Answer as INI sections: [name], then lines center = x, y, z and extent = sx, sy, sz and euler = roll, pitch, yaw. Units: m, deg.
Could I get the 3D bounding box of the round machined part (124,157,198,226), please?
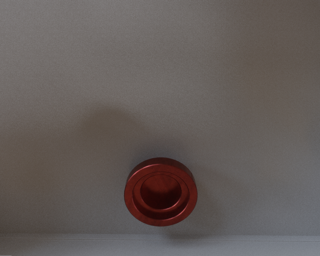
[round machined part]
center = 0.001, 0.084, 0.433
extent = 0.099, 0.042, 0.097
euler = 0, 110, 0
